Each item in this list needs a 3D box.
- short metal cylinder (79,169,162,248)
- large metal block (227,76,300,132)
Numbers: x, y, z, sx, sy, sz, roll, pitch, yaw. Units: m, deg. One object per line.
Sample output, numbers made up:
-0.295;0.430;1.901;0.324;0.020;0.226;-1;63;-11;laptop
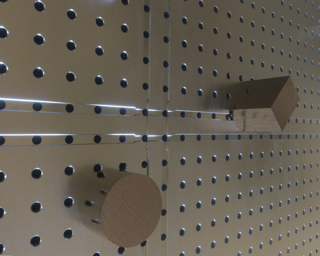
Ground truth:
-0.044;0.090;0.358;0.081;0.050;0.079;0;90;-40;short metal cylinder
0.175;-0.040;0.524;0.080;0.080;0.050;-51;120;-28;large metal block
